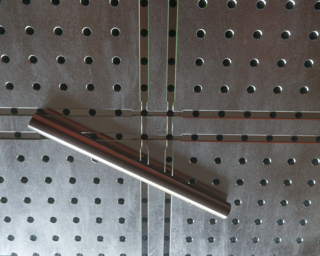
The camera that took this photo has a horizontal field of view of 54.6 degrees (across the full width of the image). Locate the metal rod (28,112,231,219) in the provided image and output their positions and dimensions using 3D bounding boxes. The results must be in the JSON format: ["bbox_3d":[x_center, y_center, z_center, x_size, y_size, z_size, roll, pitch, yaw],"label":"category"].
[{"bbox_3d":[-0.035,0.056,0.433,0.301,0.025,0.025,27,108,-10],"label":"metal rod"}]
